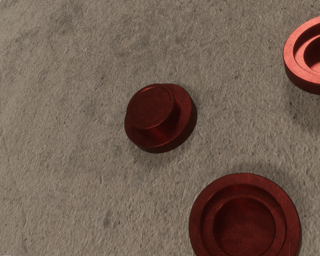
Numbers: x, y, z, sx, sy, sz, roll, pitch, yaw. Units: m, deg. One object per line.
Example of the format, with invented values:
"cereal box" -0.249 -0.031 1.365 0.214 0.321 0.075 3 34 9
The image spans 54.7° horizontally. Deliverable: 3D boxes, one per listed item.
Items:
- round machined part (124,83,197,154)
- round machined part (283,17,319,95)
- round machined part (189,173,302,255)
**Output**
"round machined part" -0.005 -0.019 0.406 0.098 0.042 0.098 -13 56 20
"round machined part" 0.190 -0.075 0.340 0.098 0.042 0.098 -13 56 20
"round machined part" 0.080 0.095 0.292 0.098 0.042 0.098 -13 56 20
